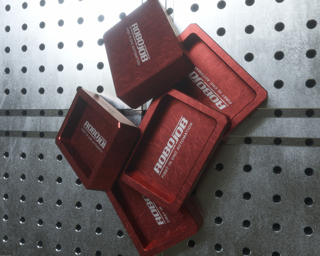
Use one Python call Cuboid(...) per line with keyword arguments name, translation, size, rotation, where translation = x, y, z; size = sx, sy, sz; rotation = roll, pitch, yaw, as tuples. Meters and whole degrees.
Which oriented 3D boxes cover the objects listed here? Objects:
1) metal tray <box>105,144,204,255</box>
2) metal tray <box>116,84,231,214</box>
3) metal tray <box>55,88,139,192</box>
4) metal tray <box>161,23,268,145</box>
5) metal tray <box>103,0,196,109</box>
Cuboid(name="metal tray", translation=(-0.014, 0.095, 0.414), size=(0.090, 0.030, 0.130), rotation=(-34, 79, 16))
Cuboid(name="metal tray", translation=(0.014, 0.024, 0.372), size=(0.090, 0.030, 0.129), rotation=(30, 99, 17))
Cuboid(name="metal tray", translation=(-0.088, 0.011, 0.407), size=(0.130, 0.030, 0.090), rotation=(37, 103, 47))
Cuboid(name="metal tray", translation=(0.057, -0.054, 0.389), size=(0.090, 0.030, 0.130), rotation=(-45, 77, 14))
Cuboid(name="metal tray", translation=(-0.019, -0.096, 0.384), size=(0.090, 0.030, 0.130), rotation=(-32, 50, 16))
